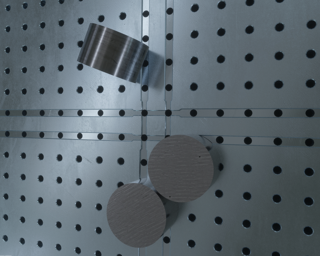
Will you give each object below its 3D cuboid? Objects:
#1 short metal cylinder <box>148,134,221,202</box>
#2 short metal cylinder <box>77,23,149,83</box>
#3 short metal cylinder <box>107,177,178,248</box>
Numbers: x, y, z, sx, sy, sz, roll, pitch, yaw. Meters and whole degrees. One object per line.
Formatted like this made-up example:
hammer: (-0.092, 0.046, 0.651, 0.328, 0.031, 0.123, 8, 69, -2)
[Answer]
short metal cylinder: (0.032, 0.048, 0.388, 0.080, 0.050, 0.079, 0, 90, 19)
short metal cylinder: (-0.061, -0.096, 0.404, 0.080, 0.080, 0.050, 24, 98, 18)
short metal cylinder: (-0.022, 0.108, 0.406, 0.080, 0.050, 0.079, 0, 90, 20)
